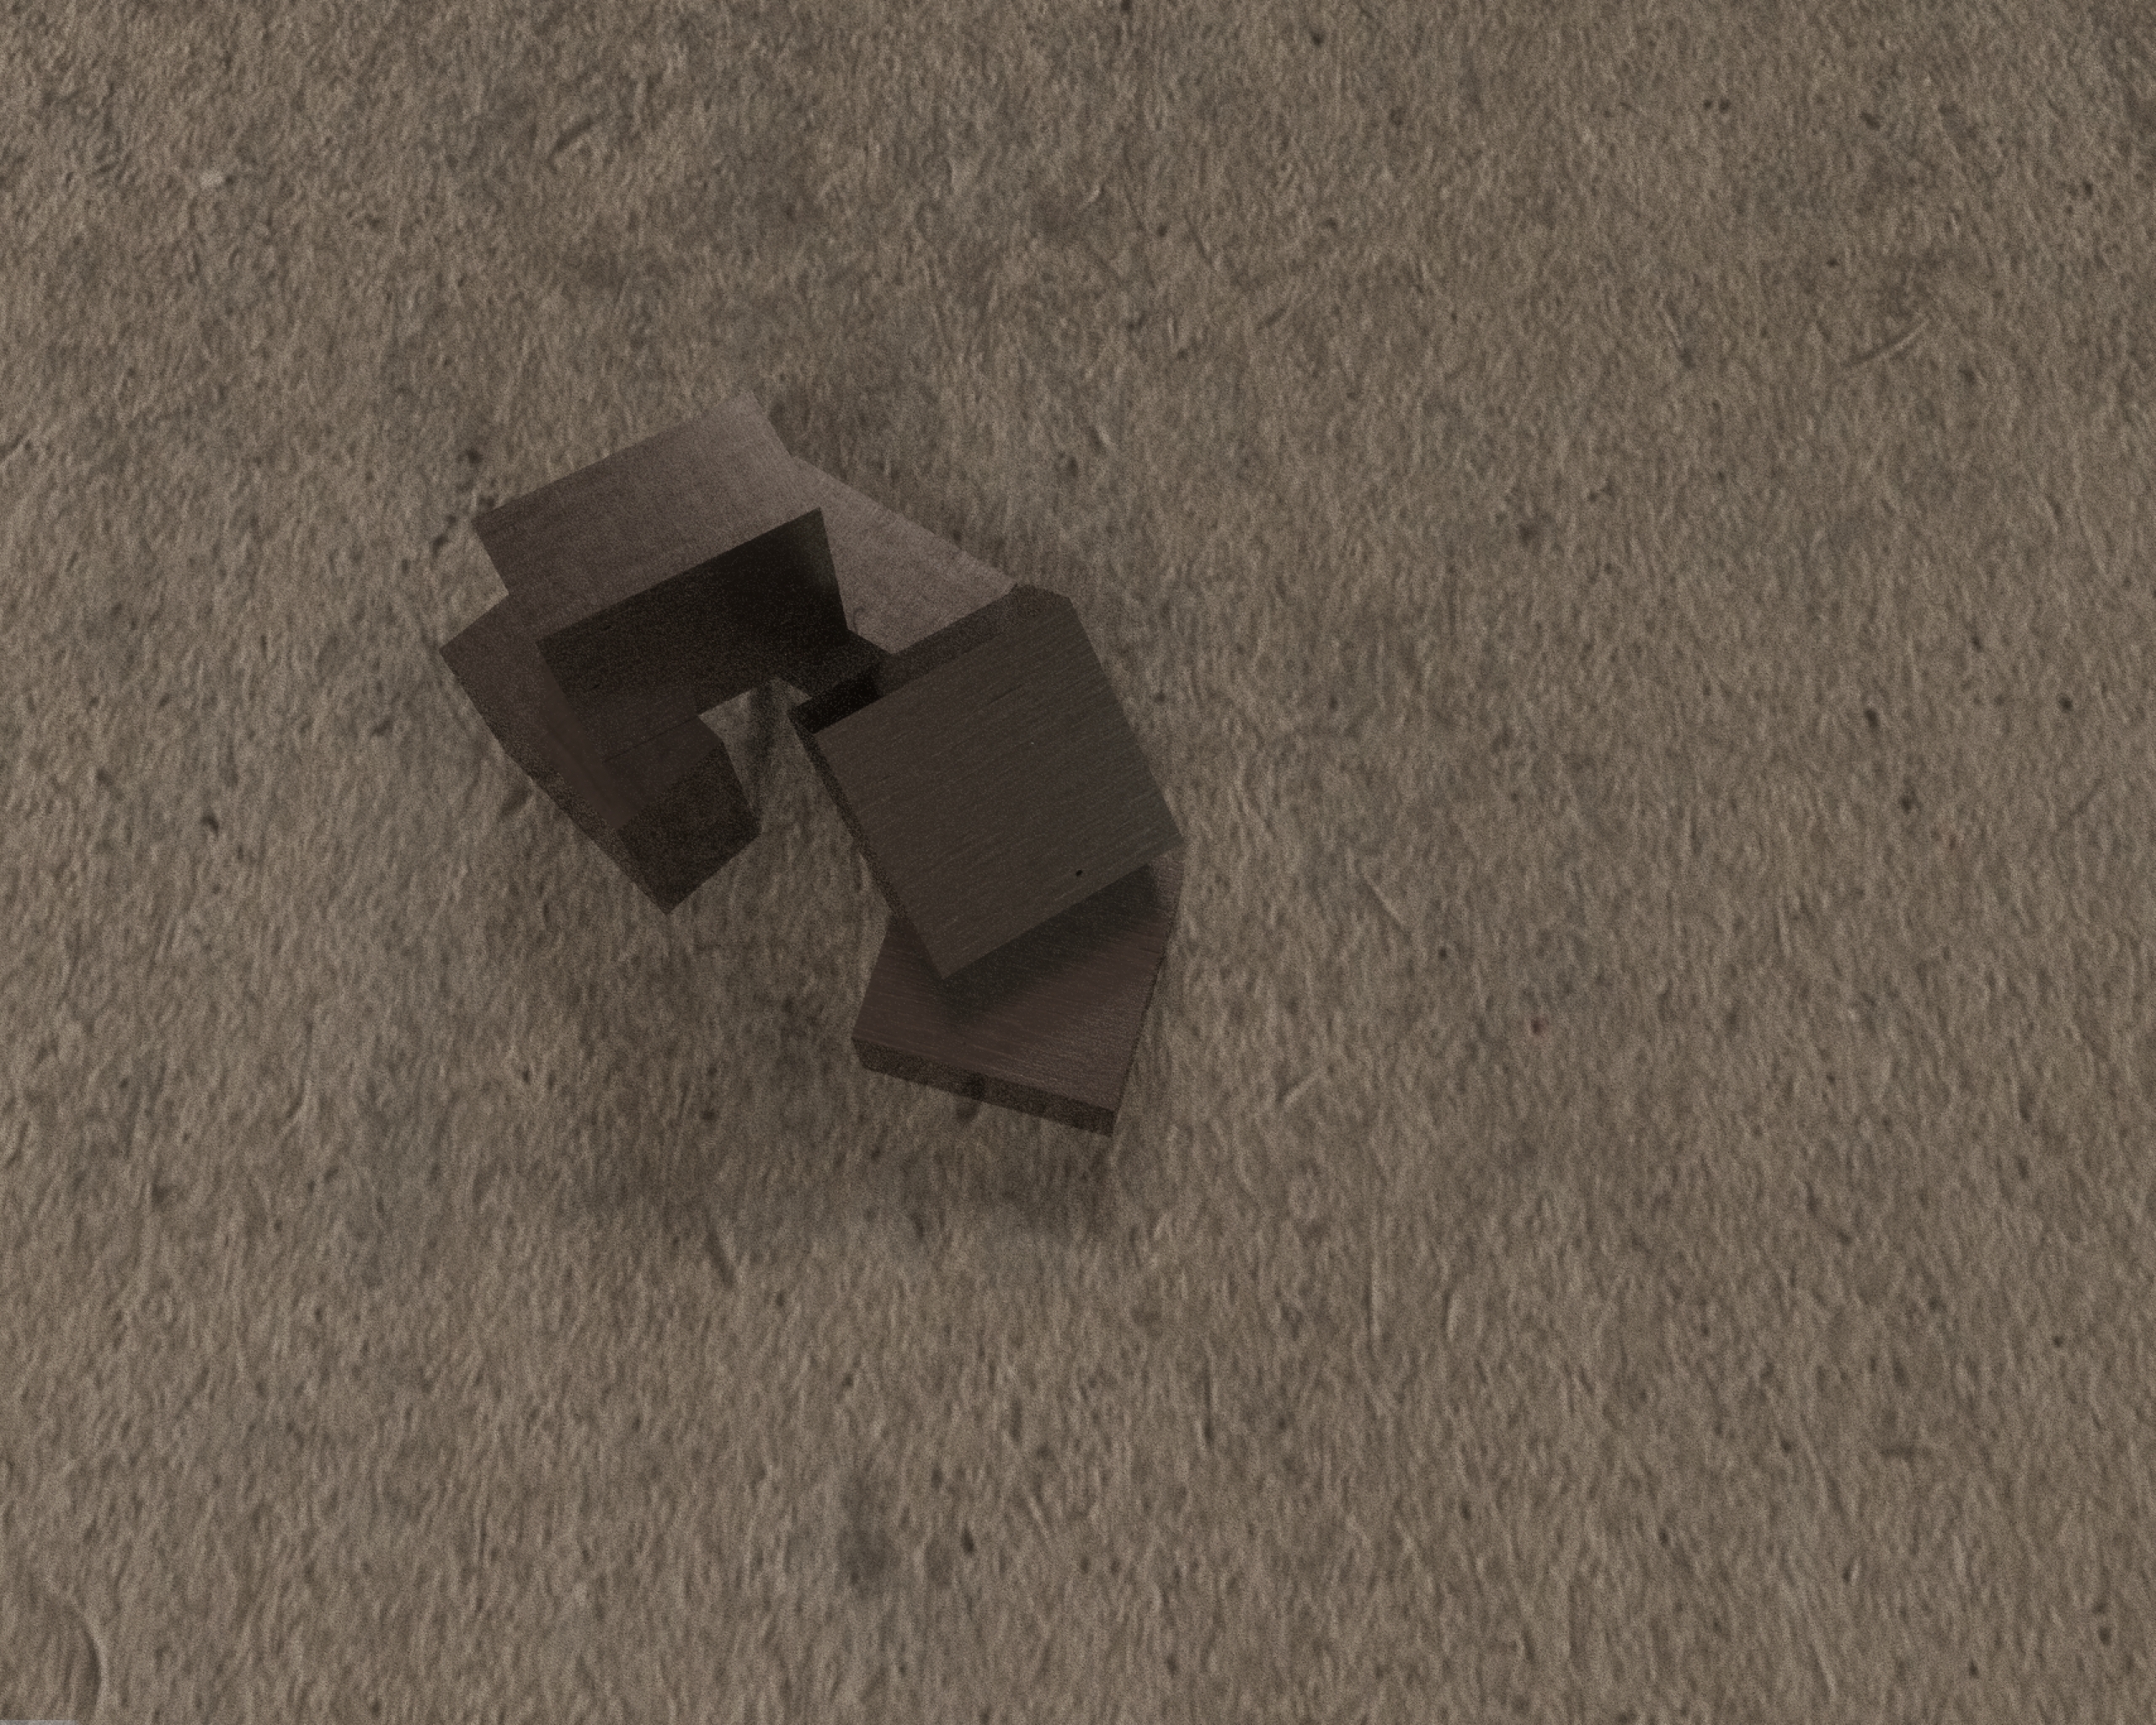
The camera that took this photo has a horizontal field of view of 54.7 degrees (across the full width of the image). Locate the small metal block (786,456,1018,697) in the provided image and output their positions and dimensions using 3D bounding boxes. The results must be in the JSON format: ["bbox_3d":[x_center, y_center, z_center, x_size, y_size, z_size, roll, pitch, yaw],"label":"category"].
[{"bbox_3d":[-0.039,-0.047,0.413,0.050,0.050,0.025,31,73,10],"label":"small metal block"}]

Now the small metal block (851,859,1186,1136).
[{"bbox_3d":[-0.011,0.020,0.402,0.050,0.025,0.050,15,71,5],"label":"small metal block"}]

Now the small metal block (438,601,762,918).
[{"bbox_3d":[-0.091,-0.022,0.403,0.025,0.050,0.050,-43,76,-14],"label":"small metal block"}]

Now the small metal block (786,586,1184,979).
[{"bbox_3d":[-0.017,-0.015,0.375,0.050,0.025,0.050,-30,110,-11],"label":"small metal block"}]

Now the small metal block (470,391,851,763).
[{"bbox_3d":[-0.070,-0.048,0.360,0.050,0.050,0.025,-28,73,-10],"label":"small metal block"}]
